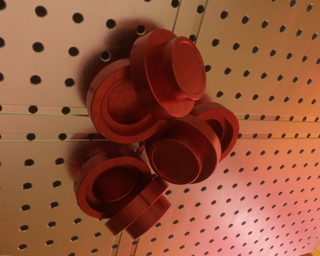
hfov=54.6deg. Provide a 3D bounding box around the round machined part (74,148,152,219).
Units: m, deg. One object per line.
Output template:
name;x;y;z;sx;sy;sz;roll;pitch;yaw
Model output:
round machined part;-0.063;0.067;0.406;0.099;0.042;0.097;-14;124;-21

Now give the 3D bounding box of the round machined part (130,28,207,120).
round machined part;0.016;-0.060;0.335;0.098;0.042;0.098;18;67;-51

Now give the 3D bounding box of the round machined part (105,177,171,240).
round machined part;-0.023;0.111;0.418;0.098;0.098;0.042;-42;85;-4

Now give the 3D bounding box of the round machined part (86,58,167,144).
round machined part;-0.036;-0.034;0.358;0.099;0.042;0.097;-14;124;-21

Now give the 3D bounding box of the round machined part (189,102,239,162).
round machined part;0.058;0.007;0.435;0.099;0.042;0.097;-14;124;-21

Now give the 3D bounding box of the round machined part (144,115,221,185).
round machined part;0.024;0.033;0.394;0.042;0.098;0.097;-51;148;-52
